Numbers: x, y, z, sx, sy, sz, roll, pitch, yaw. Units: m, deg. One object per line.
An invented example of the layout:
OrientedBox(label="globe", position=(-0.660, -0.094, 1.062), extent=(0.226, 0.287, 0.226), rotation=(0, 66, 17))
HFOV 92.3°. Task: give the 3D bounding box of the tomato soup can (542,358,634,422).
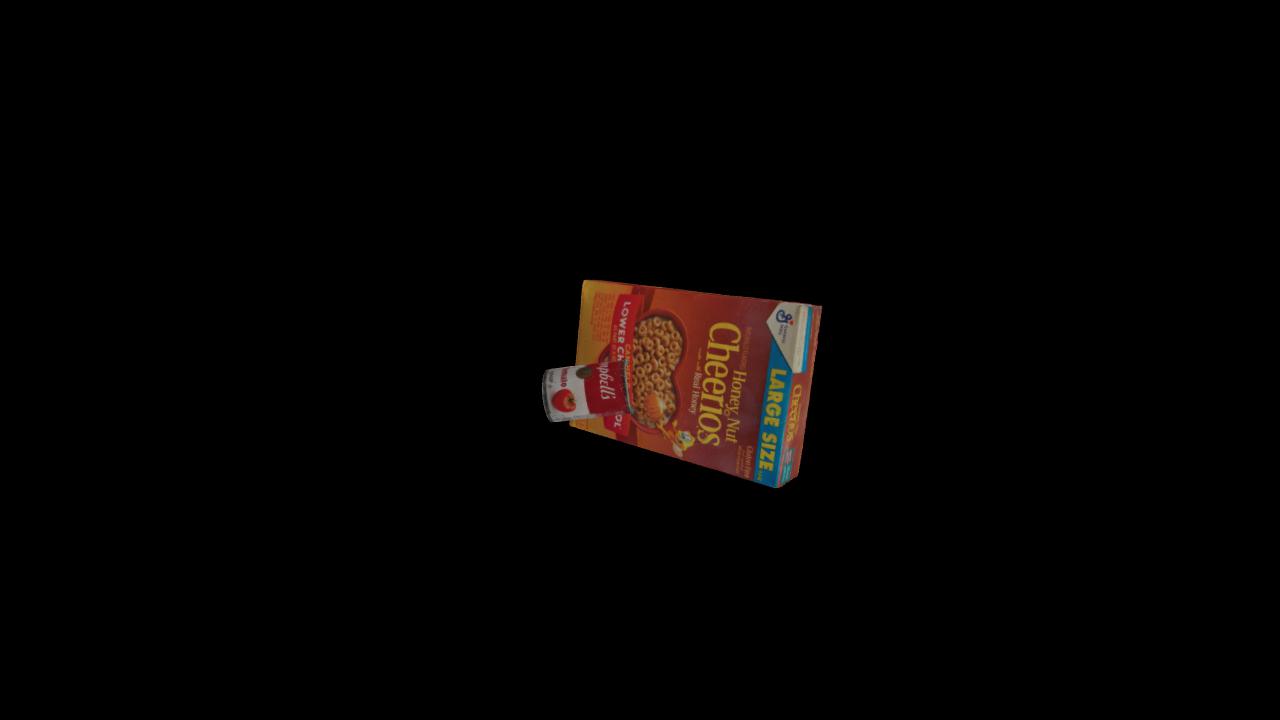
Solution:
OrientedBox(label="tomato soup can", position=(-0.062, 0.038, 0.745), extent=(0.101, 0.068, 0.068), rotation=(-7, -1, 7))

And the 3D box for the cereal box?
OrientedBox(label="cereal box", position=(0.055, 0.015, 0.756), extent=(0.306, 0.203, 0.081), rotation=(12, 10, 35))
